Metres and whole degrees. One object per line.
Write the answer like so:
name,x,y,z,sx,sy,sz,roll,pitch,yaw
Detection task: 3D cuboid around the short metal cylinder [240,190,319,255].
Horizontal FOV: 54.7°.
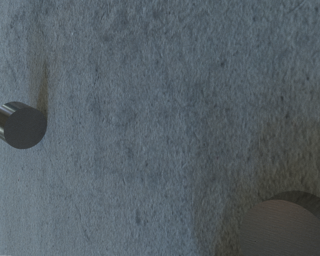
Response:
short metal cylinder,0.122,0.102,0.287,0.080,0.050,0.079,0,90,39

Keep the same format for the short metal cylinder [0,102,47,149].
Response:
short metal cylinder,-0.264,-0.006,0.583,0.050,0.081,0.079,20,103,38
